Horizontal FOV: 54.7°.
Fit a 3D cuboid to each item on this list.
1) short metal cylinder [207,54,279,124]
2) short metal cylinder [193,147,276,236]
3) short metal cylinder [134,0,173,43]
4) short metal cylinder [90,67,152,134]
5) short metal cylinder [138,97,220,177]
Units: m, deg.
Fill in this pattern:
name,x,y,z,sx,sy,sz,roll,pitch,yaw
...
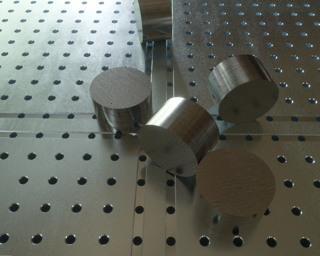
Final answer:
name,x,y,z,sx,sy,sz,roll,pitch,yaw
short metal cylinder,0.110,-0.051,0.415,0.081,0.080,0.050,-9,51,-7
short metal cylinder,0.077,0.068,0.335,0.081,0.050,0.080,0,50,0
short metal cylinder,-0.013,-0.190,0.531,0.050,0.080,0.080,-10,51,-8
short metal cylinder,-0.051,-0.038,0.423,0.081,0.050,0.080,0,50,0
short metal cylinder,0.022,0.011,0.363,0.080,0.080,0.050,27,55,21
